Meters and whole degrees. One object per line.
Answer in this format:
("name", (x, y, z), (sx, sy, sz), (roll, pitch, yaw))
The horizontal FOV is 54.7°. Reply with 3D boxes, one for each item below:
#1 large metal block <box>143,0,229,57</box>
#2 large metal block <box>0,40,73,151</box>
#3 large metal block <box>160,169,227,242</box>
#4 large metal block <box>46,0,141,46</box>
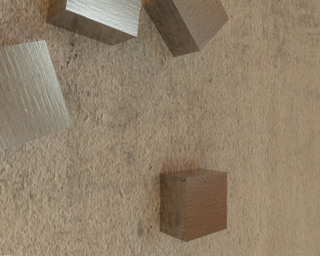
("large metal block", (0.038, -0.156, 0.419), (0.080, 0.050, 0.080), (-50, 120, -28))
("large metal block", (-0.136, -0.027, 0.274), (0.081, 0.050, 0.080), (-24, 105, -37))
("large metal block", (0.047, 0.101, 0.428), (0.081, 0.050, 0.080), (0, 90, -40))
("large metal block", (-0.068, -0.143, 0.331), (0.081, 0.050, 0.080), (10, 84, -40))
